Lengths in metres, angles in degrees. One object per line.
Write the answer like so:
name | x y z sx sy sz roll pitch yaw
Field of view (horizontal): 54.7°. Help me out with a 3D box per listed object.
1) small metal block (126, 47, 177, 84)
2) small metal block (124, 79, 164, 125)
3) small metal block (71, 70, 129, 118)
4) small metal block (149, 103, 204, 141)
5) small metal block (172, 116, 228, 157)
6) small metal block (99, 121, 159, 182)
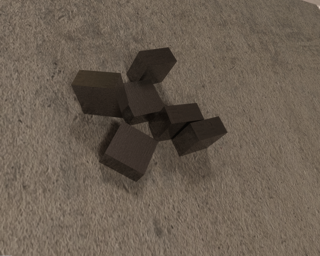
small metal block | -0.012 -0.085 0.434 0.050 0.050 0.025 -18 72 -35
small metal block | -0.028 -0.034 0.411 0.050 0.025 0.050 -15 69 -35
small metal block | -0.069 -0.039 0.364 0.050 0.050 0.025 6 53 12
small metal block | 0.021 -0.007 0.404 0.050 0.050 0.025 -8 66 -31
small metal block | 0.052 0.011 0.411 0.050 0.050 0.025 -13 70 -34
small metal block | -0.036 0.028 0.368 0.050 0.025 0.050 31 52 -9
